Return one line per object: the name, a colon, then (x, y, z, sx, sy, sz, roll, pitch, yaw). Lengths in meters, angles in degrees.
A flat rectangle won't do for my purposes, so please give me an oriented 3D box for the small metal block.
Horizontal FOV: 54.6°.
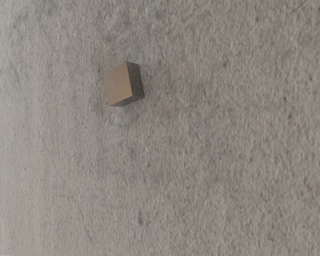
small metal block: (-0.053, -0.062, 0.450, 0.050, 0.025, 0.050, -18, 79, 38)
